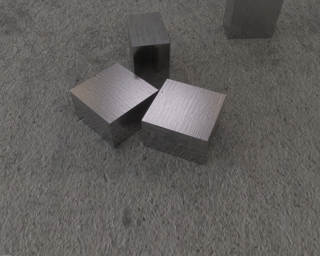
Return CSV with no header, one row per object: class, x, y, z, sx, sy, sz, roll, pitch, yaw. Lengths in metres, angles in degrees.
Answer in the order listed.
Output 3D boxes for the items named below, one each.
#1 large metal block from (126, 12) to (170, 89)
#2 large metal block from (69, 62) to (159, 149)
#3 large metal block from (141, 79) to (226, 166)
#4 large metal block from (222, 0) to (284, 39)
large metal block,-0.018,-0.114,0.463,0.050,0.080,0.080,-8,51,-6
large metal block,-0.059,-0.032,0.413,0.080,0.050,0.080,37,59,27
large metal block,0.031,-0.009,0.395,0.080,0.050,0.080,18,52,14
large metal block,0.160,-0.205,0.540,0.081,0.080,0.050,-2,50,-2
